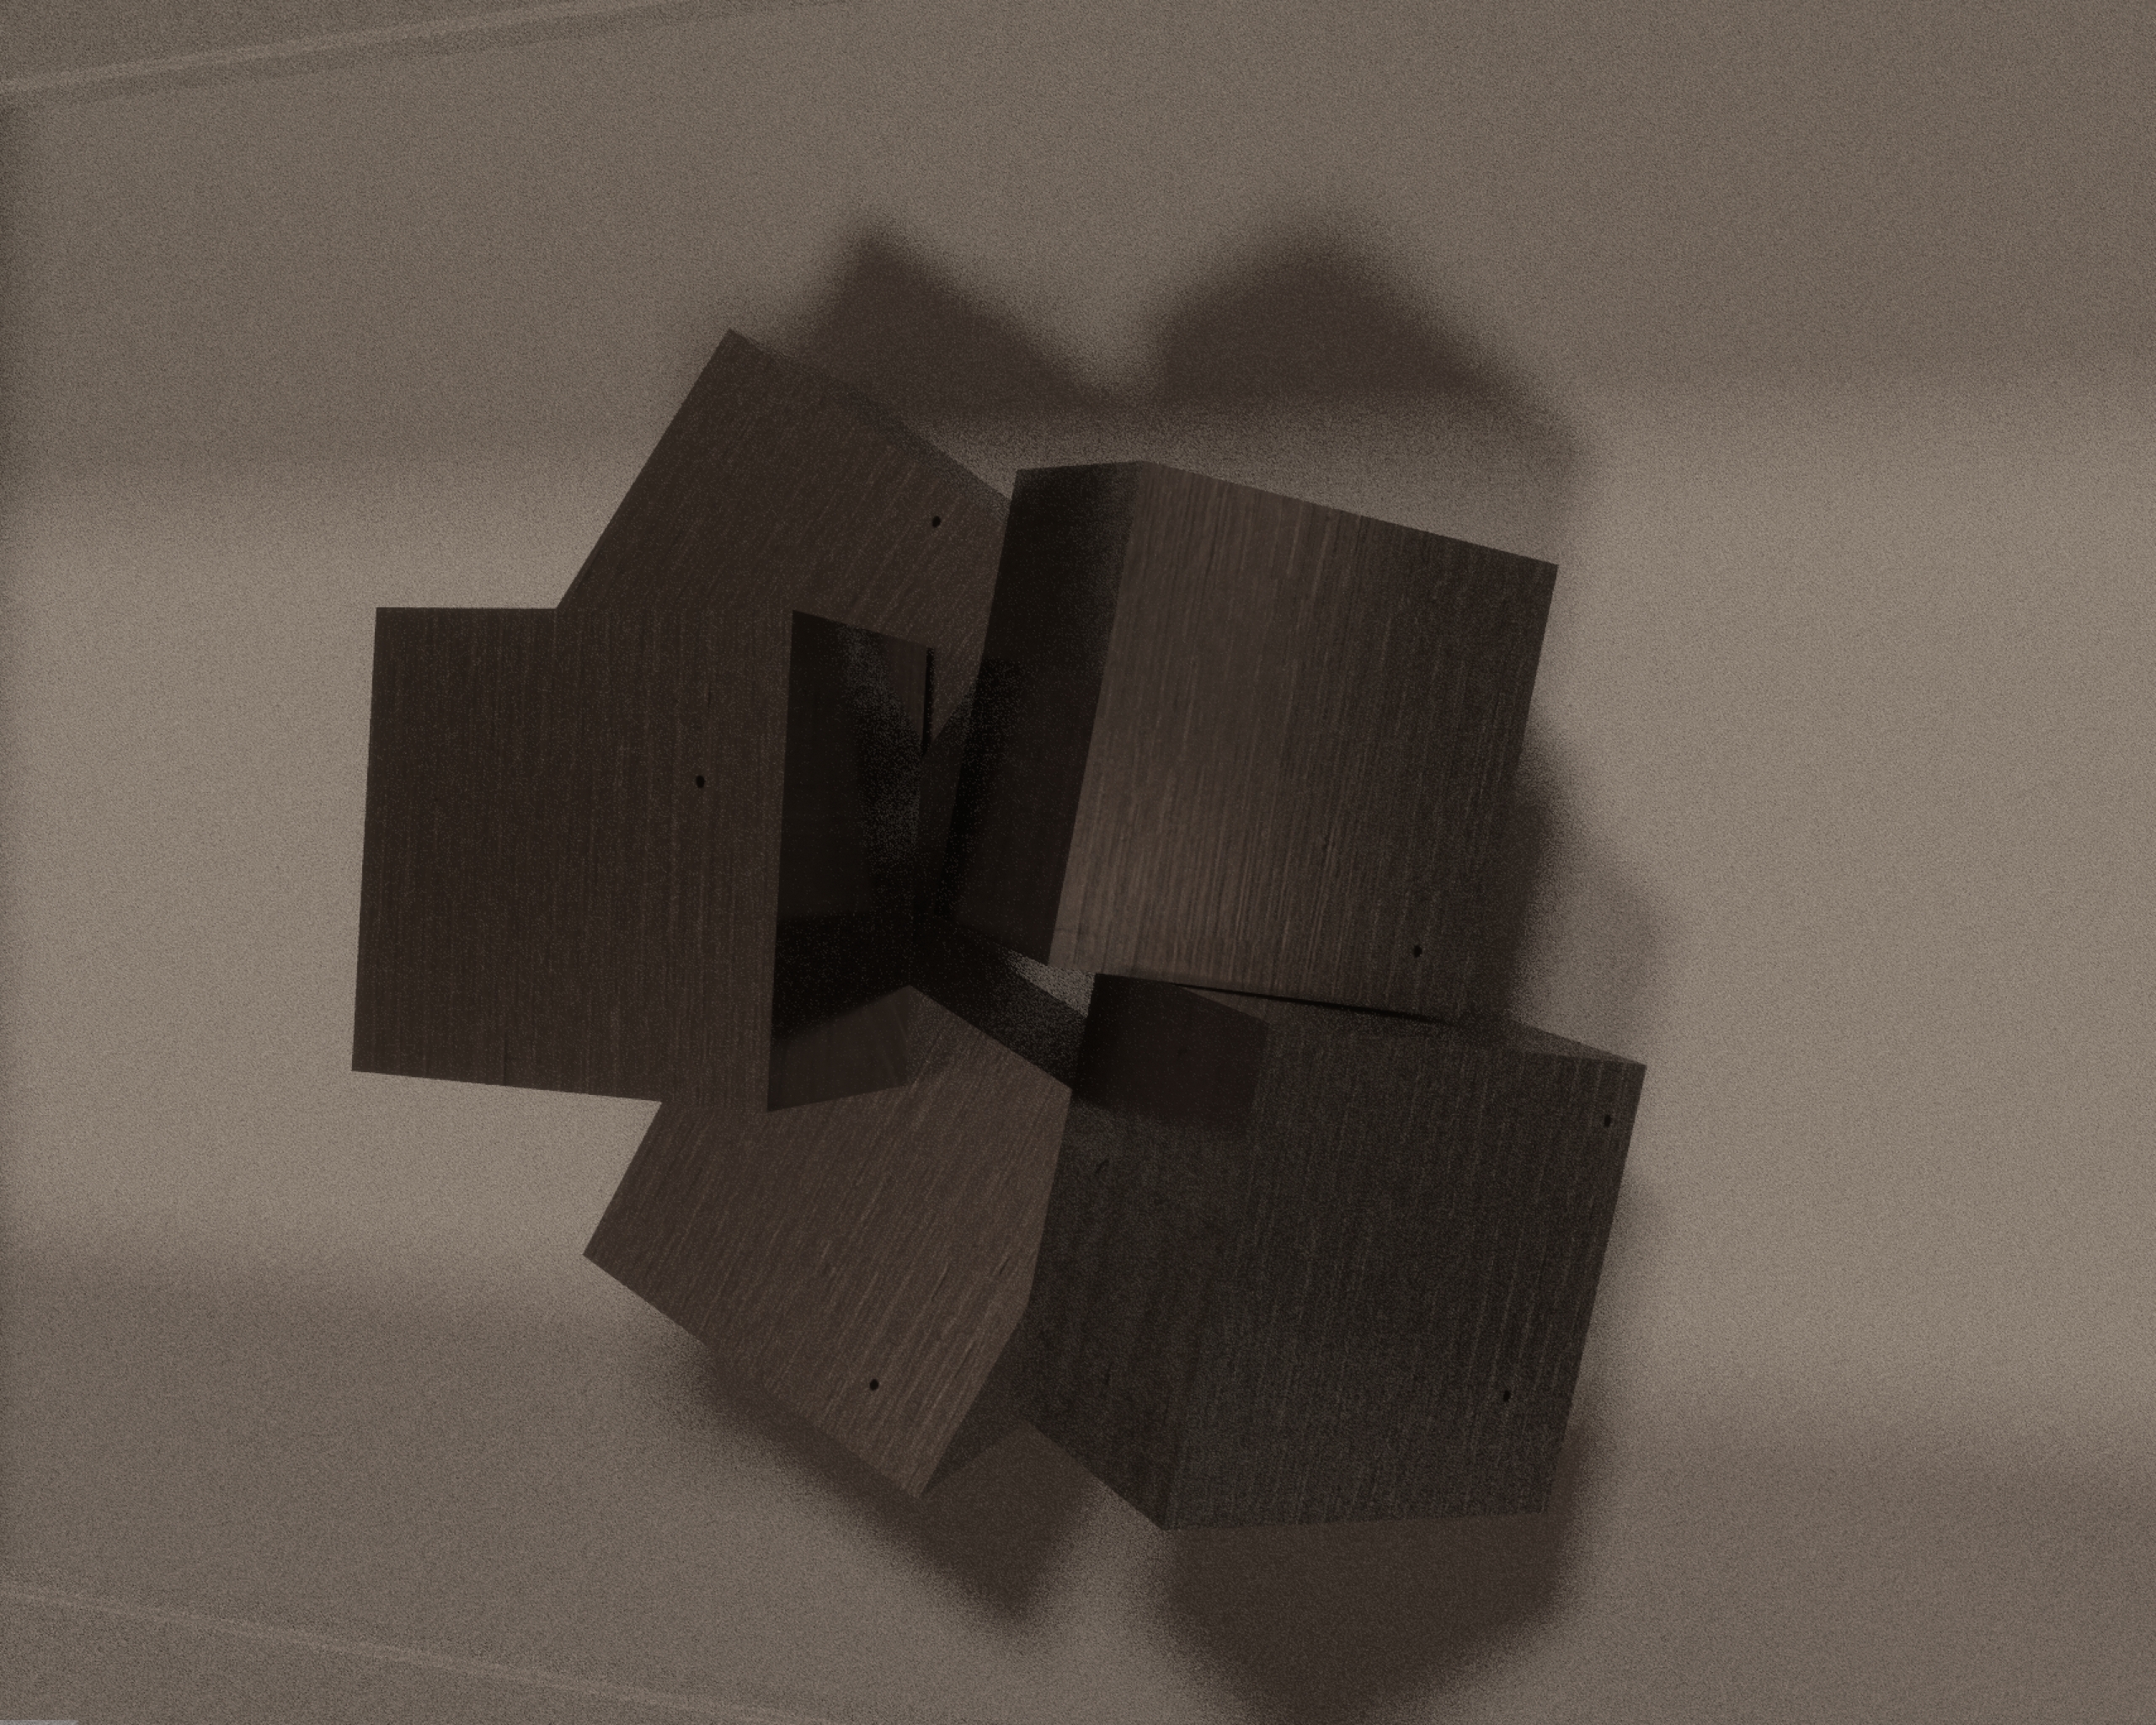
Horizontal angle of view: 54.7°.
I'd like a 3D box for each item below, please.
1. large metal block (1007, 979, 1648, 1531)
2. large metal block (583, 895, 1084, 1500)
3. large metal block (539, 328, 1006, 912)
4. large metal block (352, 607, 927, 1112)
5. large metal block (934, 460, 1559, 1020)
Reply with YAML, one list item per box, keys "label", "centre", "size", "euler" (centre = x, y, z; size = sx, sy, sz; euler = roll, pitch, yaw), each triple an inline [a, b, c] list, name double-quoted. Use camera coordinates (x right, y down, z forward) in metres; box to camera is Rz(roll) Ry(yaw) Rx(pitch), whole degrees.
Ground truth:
- label: "large metal block"
  centre: [0.042, 0.064, 0.357]
  size: [0.050, 0.081, 0.079]
  euler: [18, 97, 58]
- label: "large metal block"
  centre: [-0.034, 0.060, 0.404]
  size: [0.080, 0.050, 0.080]
  euler: [31, 100, 17]
- label: "large metal block"
  centre: [-0.049, -0.045, 0.412]
  size: [0.080, 0.050, 0.080]
  euler: [38, 102, 15]
- label: "large metal block"
  centre: [-0.076, -0.002, 0.367]
  size: [0.080, 0.050, 0.079]
  euler: [3, 90, 20]
- label: "large metal block"
  centre: [0.028, -0.021, 0.362]
  size: [0.081, 0.050, 0.079]
  euler: [9, 94, -26]
